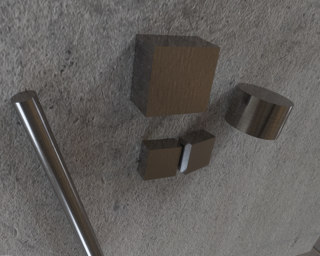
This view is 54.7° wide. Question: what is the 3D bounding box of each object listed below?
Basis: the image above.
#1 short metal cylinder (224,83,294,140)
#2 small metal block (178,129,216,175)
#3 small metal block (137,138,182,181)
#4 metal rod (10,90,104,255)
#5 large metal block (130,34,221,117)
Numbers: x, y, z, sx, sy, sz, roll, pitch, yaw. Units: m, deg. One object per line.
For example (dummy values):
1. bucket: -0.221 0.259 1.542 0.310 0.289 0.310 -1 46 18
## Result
1. short metal cylinder: 0.137 -0.025 0.433 0.081 0.080 0.050 3 117 -30
2. small metal block: 0.050 0.034 0.450 0.050 0.025 0.050 -15 126 -39
3. small metal block: -0.001 0.043 0.435 0.050 0.025 0.050 -4 120 -27
4. metal rod: -0.118 0.088 0.398 0.025 0.025 0.298 -21 127 -16
5. large metal block: 0.015 -0.062 0.362 0.081 0.050 0.079 -6 121 -26
